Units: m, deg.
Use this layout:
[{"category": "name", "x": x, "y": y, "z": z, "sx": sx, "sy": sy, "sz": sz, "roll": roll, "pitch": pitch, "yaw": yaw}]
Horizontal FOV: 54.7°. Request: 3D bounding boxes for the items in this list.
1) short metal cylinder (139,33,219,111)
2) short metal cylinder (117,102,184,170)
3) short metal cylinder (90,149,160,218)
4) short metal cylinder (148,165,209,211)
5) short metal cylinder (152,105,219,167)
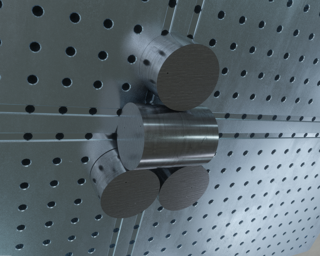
[{"category": "short metal cylinder", "x": 0.022, "y": -0.067, "z": 0.367, "sx": 0.081, "sy": 0.050, "sz": 0.079, "roll": -14, "pitch": 125, "yaw": -21}, {"category": "short metal cylinder", "x": -0.014, "y": 0.010, "z": 0.376, "sx": 0.050, "sy": 0.080, "sz": 0.079, "roll": 0, "pitch": 118, "yaw": -29}, {"category": "short metal cylinder", "x": -0.047, "y": 0.073, "z": 0.415, "sx": 0.081, "sy": 0.050, "sz": 0.079, "roll": -14, "pitch": 125, "yaw": -21}, {"category": "short metal cylinder", "x": 0.024, "y": 0.073, "z": 0.454, "sx": 0.081, "sy": 0.050, "sz": 0.079, "roll": -14, "pitch": 125, "yaw": -21}, {"category": "short metal cylinder", "x": 0.030, "y": 0.009, "z": 0.400, "sx": 0.050, "sy": 0.080, "sz": 0.079, "roll": 0, "pitch": 118, "yaw": -29}]
